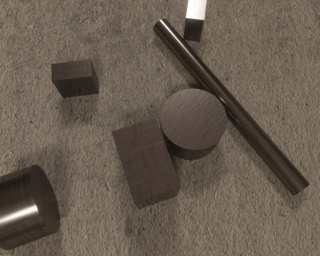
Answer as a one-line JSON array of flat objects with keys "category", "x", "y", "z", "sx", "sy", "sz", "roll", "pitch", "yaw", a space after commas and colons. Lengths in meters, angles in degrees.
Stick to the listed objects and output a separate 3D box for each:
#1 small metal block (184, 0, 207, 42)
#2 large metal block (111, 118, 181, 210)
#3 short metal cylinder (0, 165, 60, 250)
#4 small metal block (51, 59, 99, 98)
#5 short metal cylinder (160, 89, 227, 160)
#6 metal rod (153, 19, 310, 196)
[{"category": "small metal block", "x": 0.052, "y": -0.164, "z": 0.456, "sx": 0.025, "sy": 0.050, "sz": 0.050, "roll": 8, "pitch": 70, "yaw": 3}, {"category": "large metal block", "x": -0.016, "y": 0.045, "z": 0.362, "sx": 0.050, "sy": 0.080, "sz": 0.080, "roll": -18, "pitch": 71, "yaw": -7}, {"category": "short metal cylinder", "x": -0.152, "y": 0.087, "z": 0.345, "sx": 0.050, "sy": 0.080, "sz": 0.080, "roll": -20, "pitch": 72, "yaw": -7}, {"category": "small metal block", "x": -0.113, "y": -0.065, "z": 0.417, "sx": 0.050, "sy": 0.050, "sz": 0.025, "roll": -7, "pitch": 71, "yaw": -3}, {"category": "short metal cylinder", "x": 0.041, "y": -0.003, "z": 0.397, "sx": 0.081, "sy": 0.050, "sz": 0.080, "roll": 0, "pitch": 70, "yaw": 0}, {"category": "metal rod", "x": 0.087, "y": -0.039, "z": 0.423, "sx": 0.025, "sy": 0.025, "sz": 0.299, "roll": -34, "pitch": 74, "yaw": -12}]
